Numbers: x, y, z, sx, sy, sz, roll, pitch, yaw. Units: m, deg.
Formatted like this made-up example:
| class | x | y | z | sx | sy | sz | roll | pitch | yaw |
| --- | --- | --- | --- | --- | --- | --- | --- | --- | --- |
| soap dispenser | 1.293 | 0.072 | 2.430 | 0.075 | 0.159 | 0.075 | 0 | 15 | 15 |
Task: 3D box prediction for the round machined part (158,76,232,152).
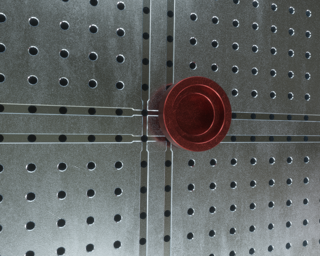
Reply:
| class | x | y | z | sx | sy | sz | roll | pitch | yaw |
| --- | --- | --- | --- | --- | --- | --- | --- | --- | --- |
| round machined part | 0.043 | -0.018 | 0.419 | 0.099 | 0.042 | 0.097 | 0 | 90 | -20 |
